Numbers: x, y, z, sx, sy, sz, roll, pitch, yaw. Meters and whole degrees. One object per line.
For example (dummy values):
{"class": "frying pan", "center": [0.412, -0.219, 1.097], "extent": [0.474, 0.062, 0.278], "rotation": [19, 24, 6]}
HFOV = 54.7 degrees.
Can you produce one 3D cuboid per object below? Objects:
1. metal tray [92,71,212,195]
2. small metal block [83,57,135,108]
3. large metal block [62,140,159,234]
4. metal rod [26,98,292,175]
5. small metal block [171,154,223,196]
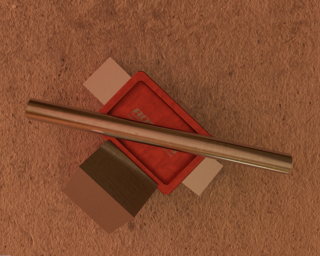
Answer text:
{"class": "metal tray", "center": [-0.008, 0.006, 0.383], "extent": [0.130, 0.030, 0.090], "rotation": [44, 90, -1]}
{"class": "small metal block", "center": [-0.064, -0.057, 0.410], "extent": [0.050, 0.025, 0.050], "rotation": [45, 90, -1]}
{"class": "large metal block", "center": [-0.062, 0.073, 0.374], "extent": [0.080, 0.080, 0.050], "rotation": [43, 48, 0]}
{"class": "metal rod", "center": [0.000, 0.010, 0.356], "extent": [0.302, 0.025, 0.025], "rotation": [12, 90, -1]}
{"class": "small metal block", "center": [0.046, 0.053, 0.411], "extent": [0.050, 0.025, 0.050], "rotation": [39, 90, -1]}
